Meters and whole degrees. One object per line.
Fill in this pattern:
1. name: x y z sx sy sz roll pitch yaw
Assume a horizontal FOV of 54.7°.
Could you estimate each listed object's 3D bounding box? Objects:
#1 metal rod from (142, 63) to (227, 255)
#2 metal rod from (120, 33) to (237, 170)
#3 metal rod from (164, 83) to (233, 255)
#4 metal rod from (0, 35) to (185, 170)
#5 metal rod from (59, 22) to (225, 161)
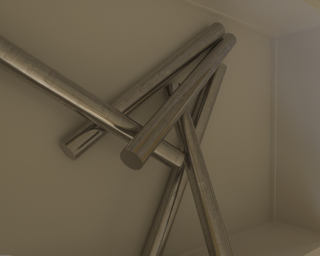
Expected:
1. metal rod: 0.040 0.037 0.439 0.025 0.025 0.299 34 69 -35
2. metal rod: 0.042 -0.055 0.398 0.301 0.025 0.025 -51 121 -43
3. metal rod: 0.051 0.077 0.362 0.025 0.025 0.299 8 57 -40
4. metal rod: -0.091 -0.035 0.305 0.301 0.025 0.025 33 69 -27
5. metal rod: -0.003 -0.064 0.403 0.301 0.025 0.025 -43 116 -31
